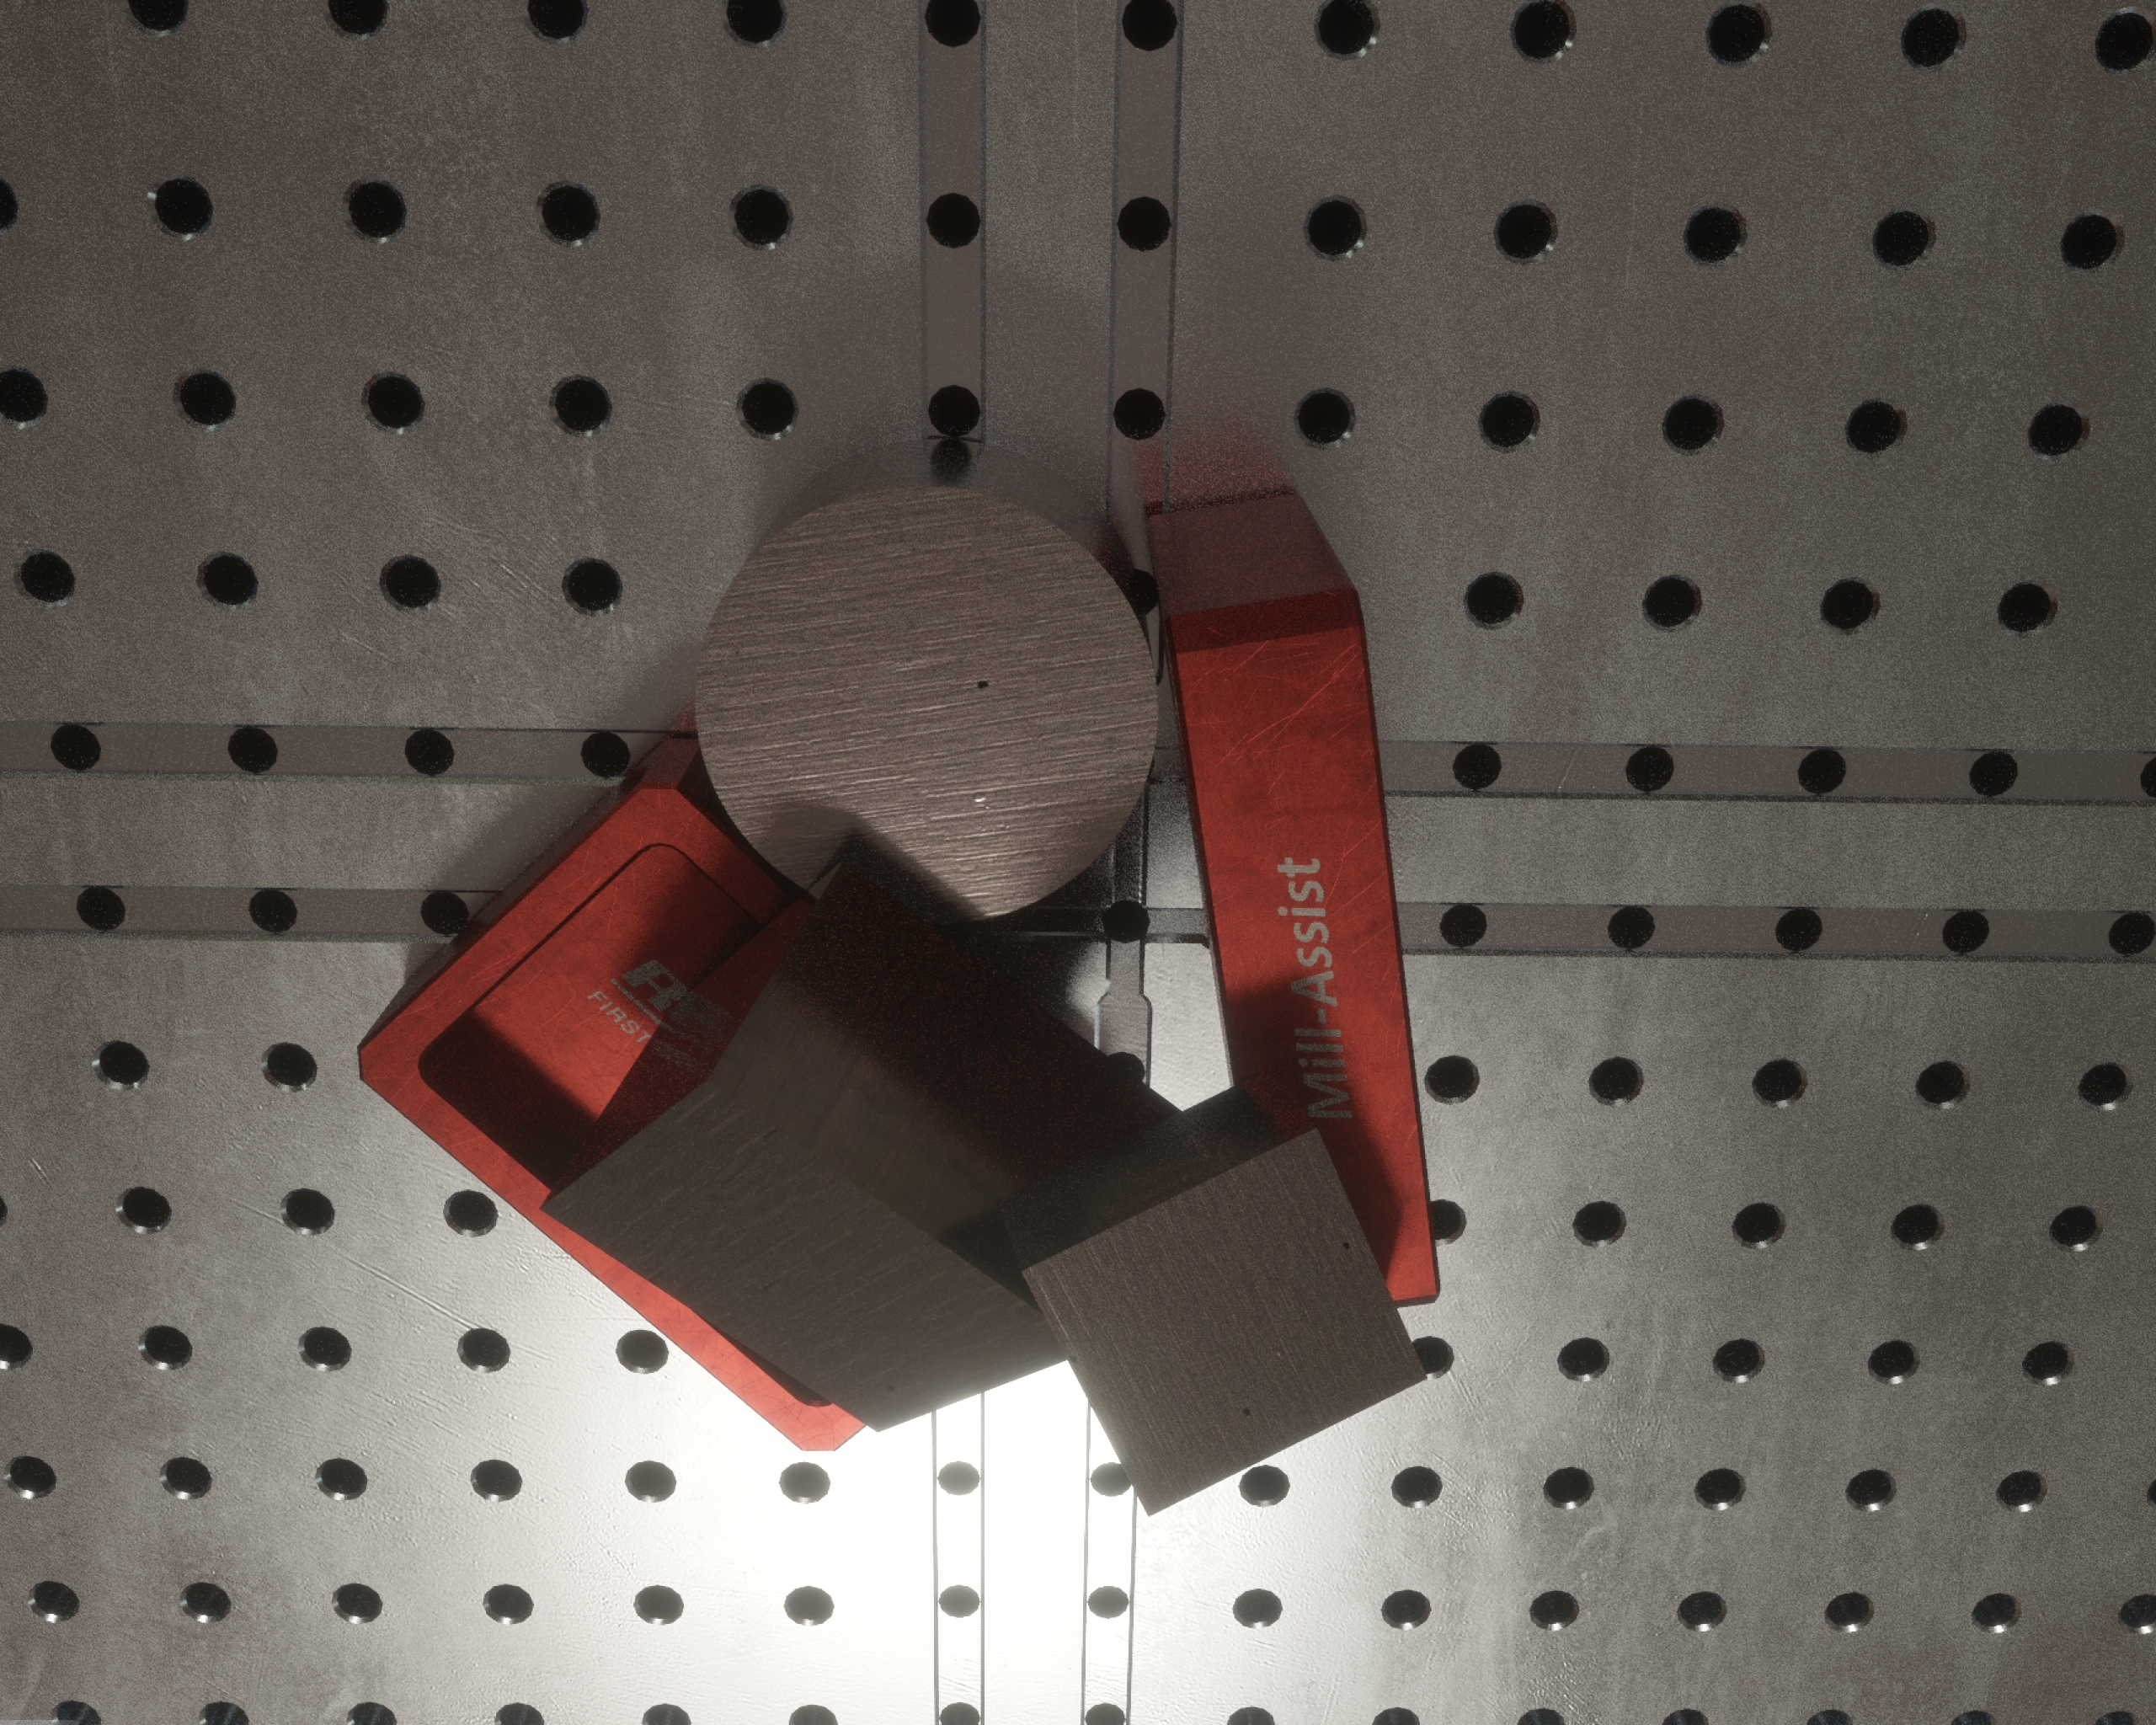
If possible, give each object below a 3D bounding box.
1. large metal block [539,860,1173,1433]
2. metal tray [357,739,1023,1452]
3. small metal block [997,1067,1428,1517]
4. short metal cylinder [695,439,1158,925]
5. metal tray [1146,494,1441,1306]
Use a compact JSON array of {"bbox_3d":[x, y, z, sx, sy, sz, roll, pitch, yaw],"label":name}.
[{"bbox_3d":[-0.040,0.056,0.387,0.080,0.050,0.080,38,141,-14],"label":"large metal block"},{"bbox_3d":[-0.066,0.050,0.427,0.090,0.030,0.130,-41,106,13],"label":"metal tray"},{"bbox_3d":[0.022,0.069,0.339,0.050,0.025,0.050,-26,109,-3],"label":"small metal block"},{"bbox_3d":[-0.026,-0.035,0.387,0.081,0.050,0.079,0,110,-1],"label":"short metal cylinder"},{"bbox_3d":[0.038,0.006,0.381,0.030,0.090,0.129,-9,110,3],"label":"metal tray"}]
